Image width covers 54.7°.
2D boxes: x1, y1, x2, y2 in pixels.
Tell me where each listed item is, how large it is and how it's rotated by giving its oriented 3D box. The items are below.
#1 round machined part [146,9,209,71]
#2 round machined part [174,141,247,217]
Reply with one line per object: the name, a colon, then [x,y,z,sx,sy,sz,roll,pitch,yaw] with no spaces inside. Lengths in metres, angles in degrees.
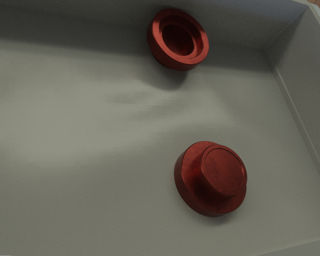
round machined part: [0.024,-0.131,0.481,0.099,0.042,0.098,10,66,-25]
round machined part: [0.071,0.060,0.396,0.099,0.042,0.098,14,56,-21]
